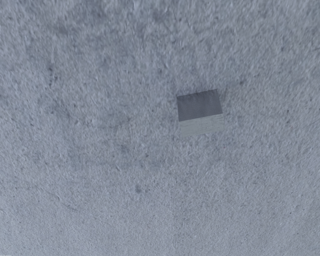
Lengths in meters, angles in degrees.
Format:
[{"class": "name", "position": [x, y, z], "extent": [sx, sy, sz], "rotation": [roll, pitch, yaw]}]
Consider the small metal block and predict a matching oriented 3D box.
[{"class": "small metal block", "position": [0.049, -0.019, 0.375], "extent": [0.050, 0.050, 0.025], "rotation": [-10, 129, 9]}]
